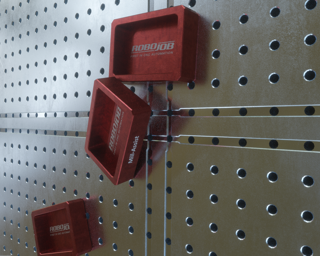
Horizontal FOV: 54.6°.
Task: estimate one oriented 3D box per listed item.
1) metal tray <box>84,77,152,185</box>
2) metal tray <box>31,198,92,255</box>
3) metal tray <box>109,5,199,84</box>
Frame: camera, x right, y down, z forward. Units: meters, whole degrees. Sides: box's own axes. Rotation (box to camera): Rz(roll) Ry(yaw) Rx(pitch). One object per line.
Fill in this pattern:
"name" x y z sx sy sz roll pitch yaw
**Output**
"metal tray" -0.064 0.005 0.439 0.090 0.030 0.129 41 130 32
"metal tray" -0.180 0.183 0.556 0.130 0.030 0.090 -22 76 38
"metal tray" -0.013 -0.106 0.418 0.130 0.030 0.090 6 94 40
